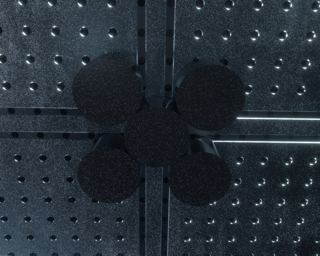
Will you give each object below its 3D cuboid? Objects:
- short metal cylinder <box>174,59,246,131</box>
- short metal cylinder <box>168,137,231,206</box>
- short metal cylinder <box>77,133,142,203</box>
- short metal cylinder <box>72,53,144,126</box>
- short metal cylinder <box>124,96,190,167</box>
[{"bbox_3d":[0.059,-0.042,0.383,0.081,0.050,0.079,0,110,-1],"label":"short metal cylinder"},{"bbox_3d":[0.051,0.058,0.422,0.081,0.050,0.079,0,110,-1],"label":"short metal cylinder"},{"bbox_3d":[-0.065,0.053,0.418,0.081,0.050,0.079,0,110,-1],"label":"short metal cylinder"},{"bbox_3d":[-0.061,-0.049,0.381,0.081,0.050,0.079,0,110,-1],"label":"short metal cylinder"},{"bbox_3d":[-0.004,0.004,0.401,0.081,0.050,0.079,0,110,-1],"label":"short metal cylinder"}]
